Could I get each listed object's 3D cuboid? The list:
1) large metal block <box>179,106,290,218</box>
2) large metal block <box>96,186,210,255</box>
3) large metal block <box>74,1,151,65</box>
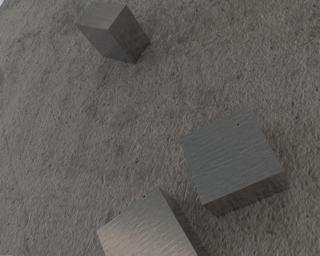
[{"bbox_3d":[0.076,0.036,0.326,0.080,0.050,0.080,-26,53,12],"label":"large metal block"},{"bbox_3d":[-0.006,0.121,0.317,0.080,0.050,0.080,-37,51,3],"label":"large metal block"},{"bbox_3d":[-0.076,-0.154,0.503,0.080,0.080,0.050,22,74,36],"label":"large metal block"}]
